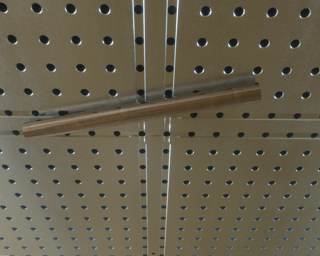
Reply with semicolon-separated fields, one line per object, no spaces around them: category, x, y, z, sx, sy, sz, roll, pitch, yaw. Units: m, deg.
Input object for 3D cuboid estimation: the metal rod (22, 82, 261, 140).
metal rod;-0.028;-0.020;0.394;0.301;0.025;0.025;-9;130;7
